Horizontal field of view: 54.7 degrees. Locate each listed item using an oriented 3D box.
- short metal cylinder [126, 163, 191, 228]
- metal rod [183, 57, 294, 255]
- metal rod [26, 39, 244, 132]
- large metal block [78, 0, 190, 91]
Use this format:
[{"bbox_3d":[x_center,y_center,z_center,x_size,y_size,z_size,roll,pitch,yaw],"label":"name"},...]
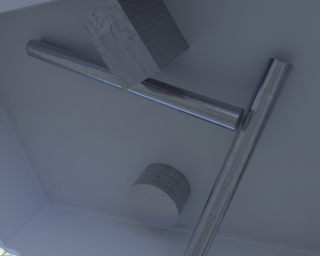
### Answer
[{"bbox_3d":[-0.001,0.098,0.453,0.080,0.050,0.079,13,124,20],"label":"short metal cylinder"},{"bbox_3d":[0.072,0.069,0.348,0.025,0.025,0.298,23,107,13],"label":"metal rod"},{"bbox_3d":[-0.048,-0.059,0.371,0.301,0.025,0.025,22,127,23],"label":"metal rod"},{"bbox_3d":[-0.023,-0.097,0.324,0.050,0.080,0.080,-23,106,36],"label":"large metal block"}]
